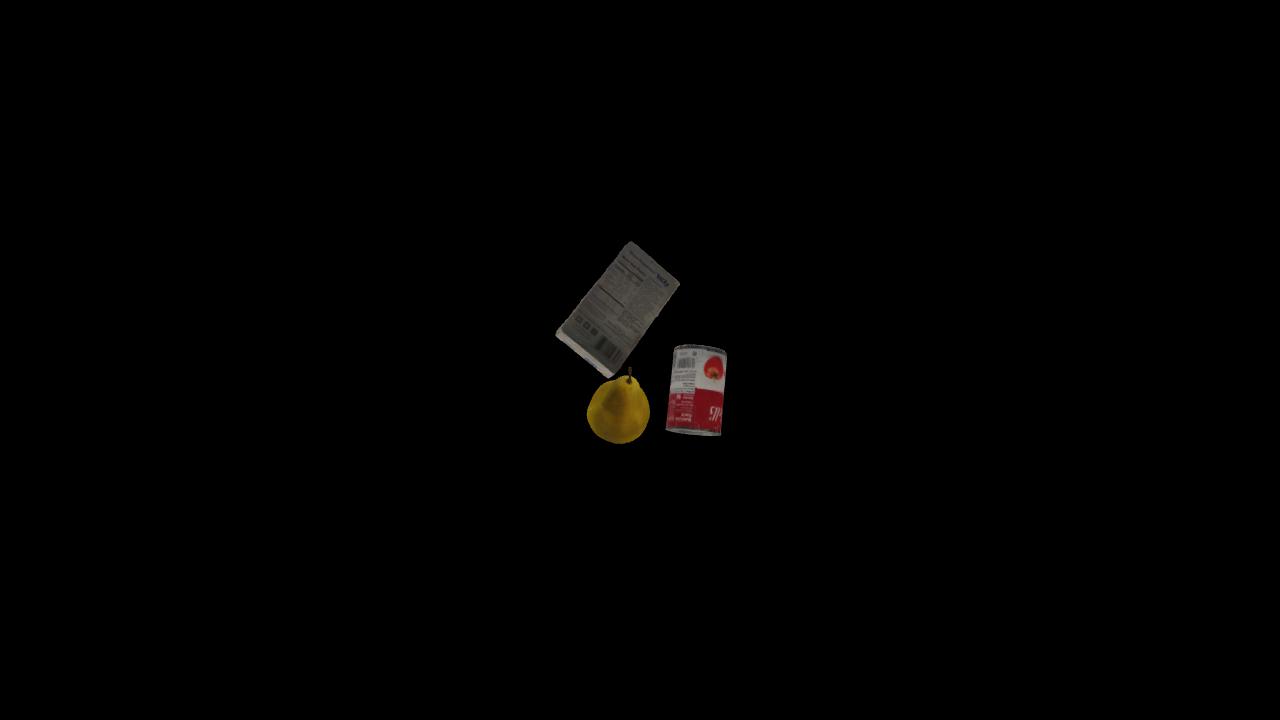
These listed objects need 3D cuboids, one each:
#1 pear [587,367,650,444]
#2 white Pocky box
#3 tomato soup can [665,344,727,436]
[{"bbox_3d":[-0.020,0.051,0.714,0.080,0.080,0.111,0,-26,-13],"label":"pear"},{"bbox_3d":[-0.024,-0.062,0.730,0.084,0.154,0.028,40,-27,-10],"label":"white Pocky box"},{"bbox_3d":[0.068,0.038,0.742,0.068,0.101,0.068,6,-11,1],"label":"tomato soup can"}]
